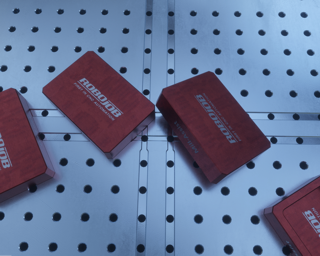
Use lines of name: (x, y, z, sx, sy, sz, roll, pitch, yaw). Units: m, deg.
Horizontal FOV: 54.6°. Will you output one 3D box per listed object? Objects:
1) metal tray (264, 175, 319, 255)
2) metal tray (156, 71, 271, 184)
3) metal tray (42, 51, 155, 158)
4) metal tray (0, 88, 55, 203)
metal tray: (0.199, 0.130, 0.362, 0.090, 0.030, 0.130, -29, 73, -10)
metal tray: (0.067, -0.006, 0.396, 0.091, 0.030, 0.130, -25, 71, -30)
metal tray: (-0.081, -0.034, 0.421, 0.130, 0.030, 0.090, 42, 75, 14)
metal tray: (-0.204, 0.022, 0.400, 0.090, 0.030, 0.130, -26, 72, -9)
